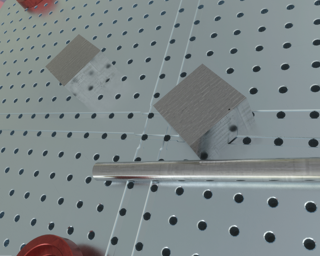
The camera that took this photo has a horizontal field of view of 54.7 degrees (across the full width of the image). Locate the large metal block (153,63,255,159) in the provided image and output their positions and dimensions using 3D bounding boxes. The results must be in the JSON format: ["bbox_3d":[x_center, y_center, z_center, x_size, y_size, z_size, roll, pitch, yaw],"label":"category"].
[{"bbox_3d":[0.053,-0.018,0.376,0.080,0.050,0.080,-41,51,0],"label":"large metal block"}]

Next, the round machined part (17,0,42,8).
[{"bbox_3d":[-0.330,-0.357,0.790,0.098,0.042,0.098,-13,56,21],"label":"round machined part"}]

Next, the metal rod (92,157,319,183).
[{"bbox_3d":[0.052,0.048,0.350,0.300,0.025,0.025,-4,60,26],"label":"metal rod"}]

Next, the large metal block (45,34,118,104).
[{"bbox_3d":[-0.133,-0.101,0.524,0.080,0.050,0.080,-46,51,-4],"label":"large metal block"}]

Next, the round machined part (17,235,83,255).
[{"bbox_3d":[-0.125,0.177,0.355,0.098,0.042,0.098,-13,56,21],"label":"round machined part"}]
